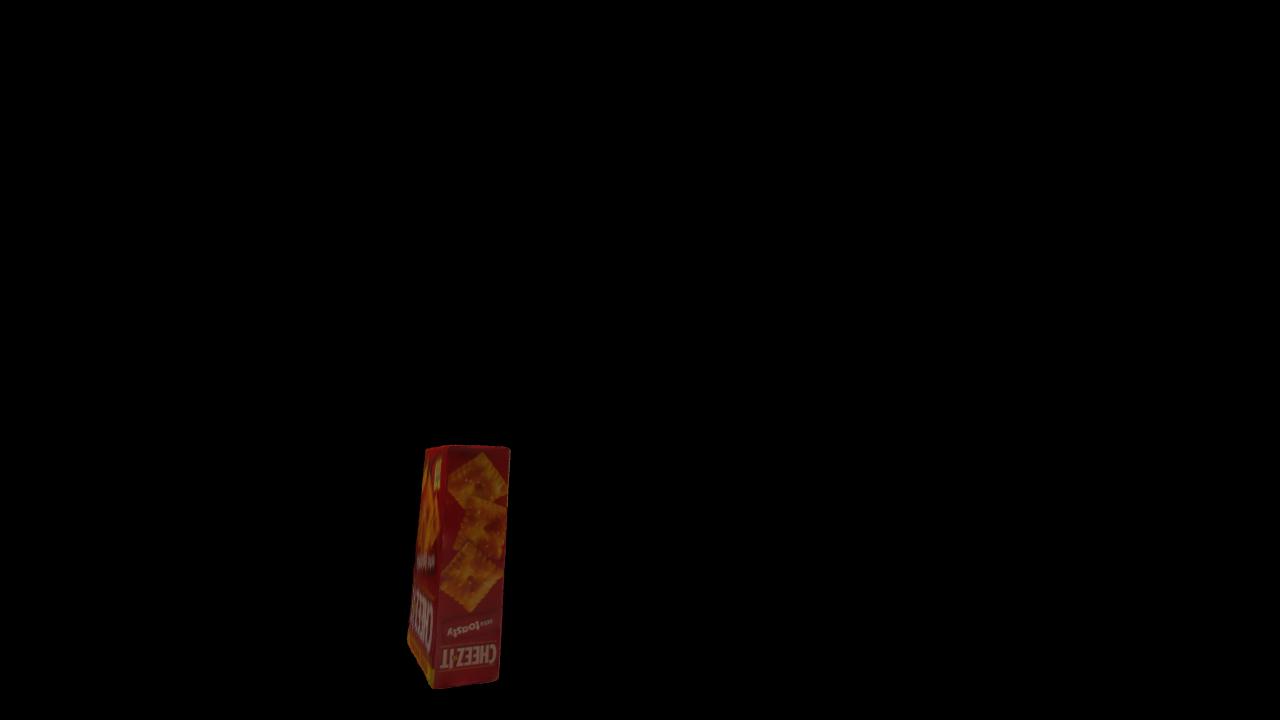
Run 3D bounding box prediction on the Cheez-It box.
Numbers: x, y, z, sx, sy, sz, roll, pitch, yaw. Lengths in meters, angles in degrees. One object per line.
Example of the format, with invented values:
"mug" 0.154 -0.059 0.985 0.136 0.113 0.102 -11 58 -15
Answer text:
"Cheez-It box" -0.194 0.203 0.653 0.071 0.223 0.166 6 -11 -26
